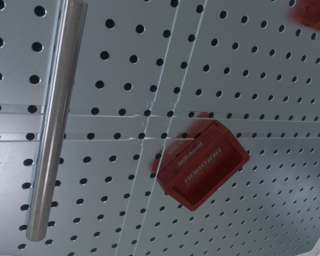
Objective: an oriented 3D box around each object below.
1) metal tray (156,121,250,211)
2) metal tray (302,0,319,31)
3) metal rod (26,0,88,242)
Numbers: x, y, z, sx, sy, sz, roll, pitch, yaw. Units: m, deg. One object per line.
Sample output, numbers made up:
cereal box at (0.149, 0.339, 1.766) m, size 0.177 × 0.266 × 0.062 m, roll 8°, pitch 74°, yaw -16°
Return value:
metal tray at (0.070, 0.062, 0.484) m, size 0.130 × 0.030 × 0.090 m, roll -44°, pitch 130°, yaw 2°
metal tray at (0.265, -0.196, 0.432) m, size 0.091 × 0.030 × 0.129 m, roll 5°, pitch 116°, yaw -31°
metal rod at (-0.122, 0.010, 0.350) m, size 0.025 × 0.025 × 0.298 m, roll 3°, pitch 117°, yaw -30°
